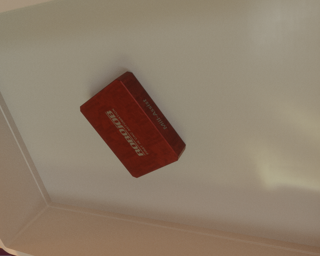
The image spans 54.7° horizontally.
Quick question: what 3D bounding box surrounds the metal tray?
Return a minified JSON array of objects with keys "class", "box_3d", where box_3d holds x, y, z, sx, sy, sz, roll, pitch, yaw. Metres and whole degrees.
[{"class":"metal tray","box_3d":[-0.038,0.000,0.424,0.090,0.030,0.130,-29,103,37]}]
